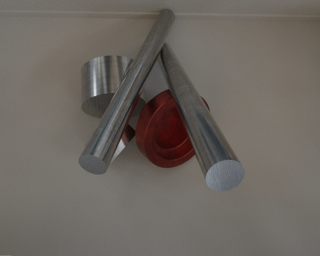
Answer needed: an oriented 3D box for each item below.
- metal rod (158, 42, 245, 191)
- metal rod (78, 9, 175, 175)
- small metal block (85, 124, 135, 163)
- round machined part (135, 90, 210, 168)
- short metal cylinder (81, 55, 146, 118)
[{"bbox_3d":[0.023,-0.042,0.325,0.025,0.025,0.300,-8,30,-3],"label":"metal rod"},{"bbox_3d":[-0.023,-0.069,0.364,0.025,0.025,0.301,14,44,5],"label":"metal rod"},{"bbox_3d":[-0.062,0.014,0.388,0.025,0.050,0.050,47,73,-22],"label":"small metal block"},{"bbox_3d":[0.012,-0.003,0.382,0.098,0.098,0.042,-40,41,-13],"label":"round machined part"},{"bbox_3d":[-0.060,-0.050,0.398,0.081,0.080,0.050,-6,70,-2],"label":"short metal cylinder"}]
